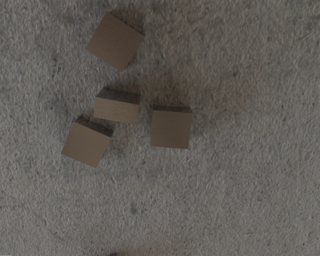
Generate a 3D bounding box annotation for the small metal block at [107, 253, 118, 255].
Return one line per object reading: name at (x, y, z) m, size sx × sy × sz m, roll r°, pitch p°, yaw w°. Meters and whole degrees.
small metal block at (-0.083, 0.235, 0.495) m, size 0.050 × 0.025 × 0.050 m, roll -24°, pitch 109°, yaw 8°

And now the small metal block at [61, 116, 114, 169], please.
small metal block at (-0.097, 0.019, 0.415) m, size 0.050 × 0.025 × 0.050 m, roll 25°, pitch 108°, yaw -10°

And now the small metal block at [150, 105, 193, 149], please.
small metal block at (0.014, -0.002, 0.409) m, size 0.050 × 0.025 × 0.050 m, roll 4°, pitch 110°, yaw -2°

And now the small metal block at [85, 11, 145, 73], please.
small metal block at (-0.053, -0.103, 0.371) m, size 0.050 × 0.025 × 0.050 m, roll 31°, pitch 107°, yaw -12°

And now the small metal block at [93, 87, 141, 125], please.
small metal block at (-0.052, -0.028, 0.385) m, size 0.050 × 0.050 × 0.025 m, roll 10°, pitch 110°, yaw -4°
